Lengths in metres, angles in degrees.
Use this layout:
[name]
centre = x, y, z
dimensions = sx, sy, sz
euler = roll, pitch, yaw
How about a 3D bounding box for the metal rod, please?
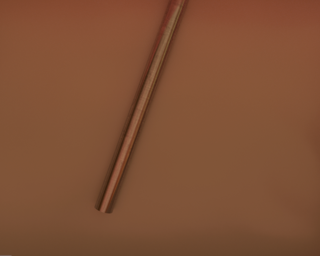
[metal rod]
centre = -0.024, -0.033, 0.411
dimensions = 0.025, 0.025, 0.299
euler = 20, 90, -1
